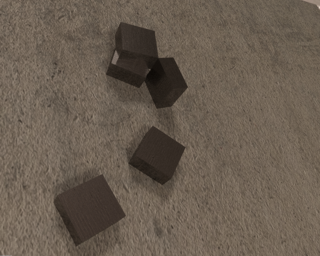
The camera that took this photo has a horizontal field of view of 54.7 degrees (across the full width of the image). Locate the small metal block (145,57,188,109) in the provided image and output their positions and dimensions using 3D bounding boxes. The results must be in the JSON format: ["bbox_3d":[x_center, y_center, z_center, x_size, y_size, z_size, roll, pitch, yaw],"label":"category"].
[{"bbox_3d":[0.007,-0.062,0.431,0.025,0.050,0.050,-11,67,-33],"label":"small metal block"}]

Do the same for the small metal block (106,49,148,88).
[{"bbox_3d":[-0.043,-0.091,0.437,0.050,0.025,0.050,21,54,-16],"label":"small metal block"}]

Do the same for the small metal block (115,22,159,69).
[{"bbox_3d":[-0.033,-0.112,0.424,0.050,0.025,0.050,7,58,-25],"label":"small metal block"}]

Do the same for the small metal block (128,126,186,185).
[{"bbox_3d":[-0.003,0.034,0.383,0.050,0.025,0.050,34,51,-6],"label":"small metal block"}]

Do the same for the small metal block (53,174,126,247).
[{"bbox_3d":[-0.072,0.083,0.316,0.050,0.025,0.050,-23,74,-37],"label":"small metal block"}]
